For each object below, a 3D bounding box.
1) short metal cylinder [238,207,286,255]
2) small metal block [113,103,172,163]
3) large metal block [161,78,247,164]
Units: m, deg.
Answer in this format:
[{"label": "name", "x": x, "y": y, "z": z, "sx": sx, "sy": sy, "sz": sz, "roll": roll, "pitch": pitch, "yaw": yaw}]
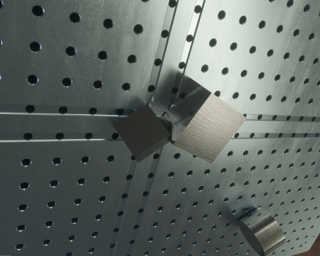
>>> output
[{"label": "short metal cylinder", "x": 0.201, "y": 0.207, "z": 0.617, "sx": 0.050, "sy": 0.080, "sz": 0.080, "roll": -29, "pitch": 129, "yaw": -11}, {"label": "small metal block", "x": -0.021, "y": 0.006, "z": 0.385, "sx": 0.050, "sy": 0.050, "sz": 0.025, "roll": -34, "pitch": 160, "yaw": -6}, {"label": "large metal block", "x": 0.057, "y": -0.008, "z": 0.423, "sx": 0.080, "sy": 0.050, "sz": 0.080, "roll": 28, "pitch": 103, "yaw": -38}]
